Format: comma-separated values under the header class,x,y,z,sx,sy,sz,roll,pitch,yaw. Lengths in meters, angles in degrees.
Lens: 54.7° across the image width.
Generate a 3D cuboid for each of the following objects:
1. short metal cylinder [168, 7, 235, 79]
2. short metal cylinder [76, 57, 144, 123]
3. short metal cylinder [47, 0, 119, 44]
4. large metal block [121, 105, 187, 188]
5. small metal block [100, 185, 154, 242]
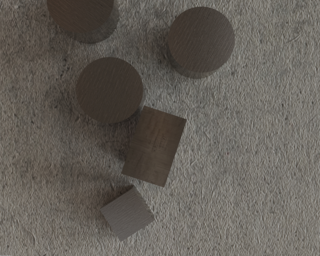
class,x,y,z,sx,sy,sz,roll,pitch,yaw
short metal cylinder,0.050,-0.107,0.398,0.081,0.050,0.079,0,90,0
short metal cylinder,-0.061,-0.046,0.397,0.081,0.050,0.079,0,90,0
short metal cylinder,-0.096,-0.154,0.396,0.081,0.050,0.079,0,90,0
large metal block,-0.006,0.020,0.382,0.050,0.080,0.080,18,90,0
small metal block,-0.043,0.112,0.410,0.050,0.025,0.050,-33,90,0
